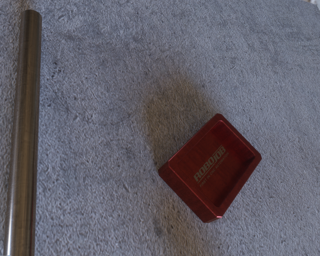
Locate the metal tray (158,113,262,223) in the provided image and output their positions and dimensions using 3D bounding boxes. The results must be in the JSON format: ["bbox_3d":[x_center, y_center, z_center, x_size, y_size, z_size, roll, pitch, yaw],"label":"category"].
[{"bbox_3d":[0.071,0.048,0.411,0.090,0.030,0.131,47,51,4],"label":"metal tray"}]

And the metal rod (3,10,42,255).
[{"bbox_3d":[-0.144,-0.013,0.334,0.025,0.025,0.299,5,60,-26],"label":"metal rod"}]
